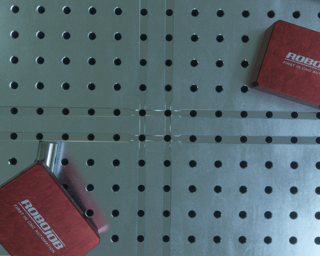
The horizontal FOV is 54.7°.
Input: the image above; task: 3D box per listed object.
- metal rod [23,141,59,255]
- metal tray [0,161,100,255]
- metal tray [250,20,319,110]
[{"bbox_3d":[-0.172,0.166,0.411,0.025,0.025,0.298,10,90,-1],"label":"metal rod"},{"bbox_3d":[-0.149,0.117,0.386,0.090,0.030,0.130,-36,103,-13],"label":"metal tray"},{"bbox_3d":[0.198,-0.079,0.414,0.131,0.030,0.090,18,90,-1],"label":"metal tray"}]
